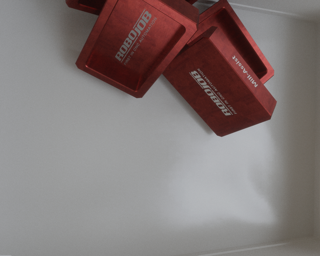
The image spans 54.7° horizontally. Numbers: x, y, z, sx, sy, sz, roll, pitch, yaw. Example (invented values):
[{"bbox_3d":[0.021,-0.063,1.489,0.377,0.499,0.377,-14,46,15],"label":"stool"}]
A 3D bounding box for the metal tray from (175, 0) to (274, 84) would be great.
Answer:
[{"bbox_3d":[0.090,-0.101,0.435,0.090,0.030,0.130,-40,99,-16],"label":"metal tray"}]

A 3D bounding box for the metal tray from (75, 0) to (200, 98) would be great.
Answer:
[{"bbox_3d":[-0.029,-0.098,0.346,0.090,0.129,0.030,26,47,-18],"label":"metal tray"}]

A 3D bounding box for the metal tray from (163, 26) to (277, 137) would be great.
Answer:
[{"bbox_3d":[0.074,-0.054,0.400,0.130,0.090,0.030,47,51,-14],"label":"metal tray"}]

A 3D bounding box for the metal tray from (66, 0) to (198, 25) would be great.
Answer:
[{"bbox_3d":[-0.026,-0.155,0.341,0.131,0.090,0.030,1,73,-41],"label":"metal tray"}]
